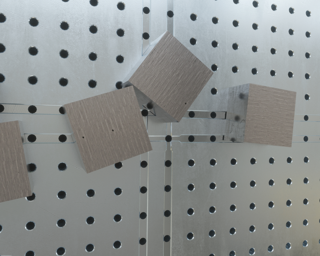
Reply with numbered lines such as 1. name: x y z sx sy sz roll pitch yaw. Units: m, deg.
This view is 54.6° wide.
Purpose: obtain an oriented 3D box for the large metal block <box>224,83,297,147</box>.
1. large metal block: 0.145 -0.017 0.452 0.081 0.050 0.080 7 88 -20

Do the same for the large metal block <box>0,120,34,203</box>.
1. large metal block: -0.186 0.038 0.331 0.081 0.050 0.080 -10 94 -20

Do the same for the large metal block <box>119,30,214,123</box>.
1. large metal block: 0.008 -0.063 0.402 0.080 0.050 0.080 39 78 -16

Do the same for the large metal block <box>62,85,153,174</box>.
1. large metal block: -0.065 0.000 0.375 0.081 0.050 0.080 -19 97 -19
